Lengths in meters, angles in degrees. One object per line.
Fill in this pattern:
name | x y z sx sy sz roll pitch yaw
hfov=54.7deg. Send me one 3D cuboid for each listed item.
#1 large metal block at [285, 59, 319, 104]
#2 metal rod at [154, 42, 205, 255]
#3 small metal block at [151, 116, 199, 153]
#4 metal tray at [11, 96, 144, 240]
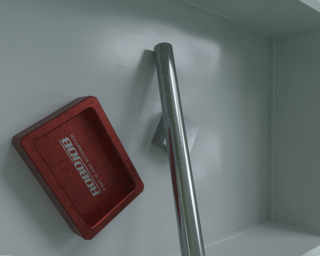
large metal block | 0.313 -0.095 0.659 0.081 0.050 0.080 6 86 -40
metal rod | 0.022 0.032 0.362 0.025 0.025 0.299 11 63 -40
small metal block | 0.022 0.009 0.427 0.050 0.025 0.050 34 69 -35
metal tray | -0.082 0.042 0.336 0.091 0.030 0.129 -39 114 -33
